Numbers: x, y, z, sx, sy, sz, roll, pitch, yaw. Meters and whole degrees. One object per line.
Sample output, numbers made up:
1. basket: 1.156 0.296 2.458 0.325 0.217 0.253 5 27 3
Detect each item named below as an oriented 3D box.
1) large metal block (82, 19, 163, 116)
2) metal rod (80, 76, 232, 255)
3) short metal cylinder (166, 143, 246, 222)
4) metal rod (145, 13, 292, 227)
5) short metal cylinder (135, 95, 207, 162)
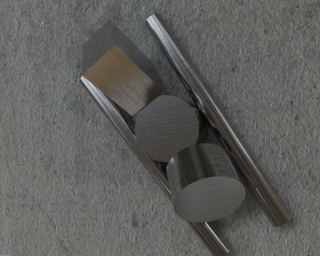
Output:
1. large metal block: -0.048 -0.075 0.381 0.050 0.080 0.080 -38 36 16
2. metal rod: -0.013 0.041 0.414 0.025 0.025 0.300 -42 77 15
3. short metal cylinder: 0.051 0.064 0.356 0.080 0.080 0.050 -33 37 17
4. metal rod: 0.066 -0.018 0.386 0.025 0.025 0.299 -34 79 17
5. short metal cylinder: 0.016 0.001 0.391 0.080 0.050 0.080 0 90 20
